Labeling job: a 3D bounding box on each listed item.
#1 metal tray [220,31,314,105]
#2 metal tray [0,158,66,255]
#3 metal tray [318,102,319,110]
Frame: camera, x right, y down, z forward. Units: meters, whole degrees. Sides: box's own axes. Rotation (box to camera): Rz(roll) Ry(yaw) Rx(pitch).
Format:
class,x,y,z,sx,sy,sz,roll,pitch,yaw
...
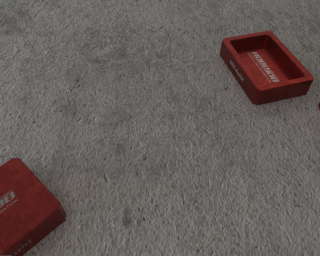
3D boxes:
class,x,y,z,sx,sy,sz,roll,pitch,yaw
metal tray,0.161,-0.098,0.482,0.091,0.030,0.130,-12,51,-11
metal tray,-0.177,0.100,0.315,0.090,0.030,0.131,36,59,26
metal tray,0.273,-0.023,0.381,0.030,0.090,0.130,-28,55,-21
